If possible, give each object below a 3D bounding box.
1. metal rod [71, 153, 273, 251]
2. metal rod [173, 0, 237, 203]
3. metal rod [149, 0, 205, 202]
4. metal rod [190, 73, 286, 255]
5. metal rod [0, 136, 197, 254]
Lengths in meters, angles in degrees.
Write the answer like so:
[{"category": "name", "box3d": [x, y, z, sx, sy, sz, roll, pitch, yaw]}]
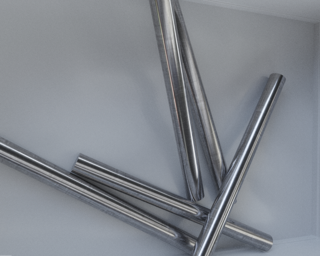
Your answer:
[{"category": "metal rod", "box3d": [0.028, 0.105, 0.415, 0.301, 0.025, 0.025, 26, 81, -16]}, {"category": "metal rod", "box3d": [0.055, -0.033, 0.432, 0.025, 0.025, 0.298, -20, 97, -19]}, {"category": "metal rod", "box3d": [0.021, -0.040, 0.374, 0.025, 0.025, 0.298, -20, 114, -19]}, {"category": "metal rod", "box3d": [0.114, 0.047, 0.431, 0.025, 0.025, 0.300, 35, 70, -17]}, {"category": "metal rod", "box3d": [-0.066, 0.093, 0.386, 0.301, 0.025, 0.025, 32, 80, -18]}]
